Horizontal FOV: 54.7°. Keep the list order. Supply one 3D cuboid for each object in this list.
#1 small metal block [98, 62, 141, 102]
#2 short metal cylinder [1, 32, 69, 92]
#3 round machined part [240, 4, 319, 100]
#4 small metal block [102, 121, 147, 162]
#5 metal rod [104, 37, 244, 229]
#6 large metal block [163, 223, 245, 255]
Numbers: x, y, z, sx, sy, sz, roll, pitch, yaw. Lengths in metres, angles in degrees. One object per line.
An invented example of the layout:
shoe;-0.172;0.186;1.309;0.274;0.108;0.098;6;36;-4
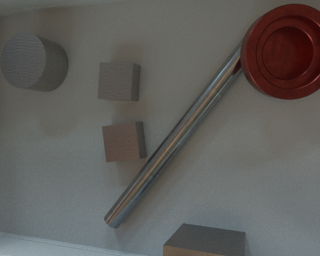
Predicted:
small metal block;-0.056;-0.064;0.429;0.050;0.025;0.050;4;91;19
short metal cylinder;-0.186;-0.096;0.461;0.080;0.050;0.079;0;90;19
round machined part;0.137;-0.081;0.341;0.099;0.042;0.097;0;99;-2
small metal block;-0.049;0.019;0.427;0.050;0.025;0.050;-8;87;19
metal rod;0.021;0.015;0.402;0.025;0.025;0.299;41;102;15
large metal block;0.054;0.154;0.362;0.080;0.080;0.050;2;91;19
